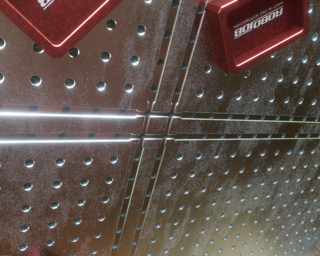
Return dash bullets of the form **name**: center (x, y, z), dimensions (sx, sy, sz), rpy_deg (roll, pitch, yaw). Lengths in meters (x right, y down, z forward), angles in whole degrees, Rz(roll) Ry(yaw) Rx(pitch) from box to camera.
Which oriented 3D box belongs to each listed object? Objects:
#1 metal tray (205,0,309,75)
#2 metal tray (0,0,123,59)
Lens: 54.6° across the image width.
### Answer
- **metal tray**: center (0.127, -0.136, 0.391), dimensions (0.131, 0.030, 0.090), rpy_deg (-29, 128, -10)
- **metal tray**: center (-0.081, -0.138, 0.277), dimensions (0.130, 0.030, 0.090), rpy_deg (-43, 129, 1)
